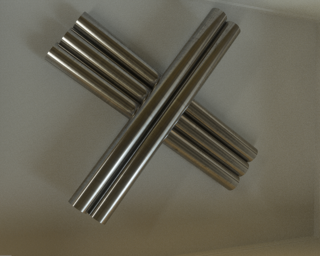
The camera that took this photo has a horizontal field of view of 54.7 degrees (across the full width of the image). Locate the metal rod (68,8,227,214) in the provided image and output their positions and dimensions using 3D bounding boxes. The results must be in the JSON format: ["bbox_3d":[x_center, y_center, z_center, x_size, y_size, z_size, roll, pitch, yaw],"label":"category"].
[{"bbox_3d":[-0.007,-0.030,0.379,0.025,0.025,0.300,39,78,-16],"label":"metal rod"}]

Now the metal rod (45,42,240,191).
[{"bbox_3d":[-0.011,-0.005,0.405,0.301,0.025,0.025,36,79,-17],"label":"metal rod"}]

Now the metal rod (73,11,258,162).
[{"bbox_3d":[0.019,-0.045,0.416,0.301,0.025,0.025,36,78,-17],"label":"metal rod"}]

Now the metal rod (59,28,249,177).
[{"bbox_3d":[0.004,-0.024,0.410,0.301,0.025,0.025,36,79,-17],"label":"metal rod"}]

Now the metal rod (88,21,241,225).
[{"bbox_3d":[0.012,-0.016,0.387,0.025,0.025,0.300,39,78,-16],"label":"metal rod"}]
